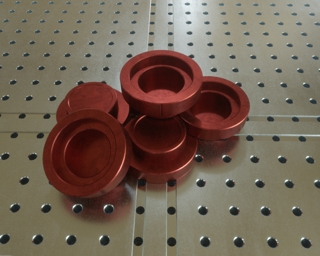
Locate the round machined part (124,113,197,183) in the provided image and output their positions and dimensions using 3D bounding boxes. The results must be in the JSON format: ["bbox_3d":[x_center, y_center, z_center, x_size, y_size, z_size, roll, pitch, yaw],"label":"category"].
[{"bbox_3d":[-0.003,0.015,0.383,0.099,0.042,0.098,0,50,0],"label":"round machined part"}]

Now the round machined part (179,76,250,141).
[{"bbox_3d":[0.066,-0.022,0.415,0.099,0.042,0.098,0,50,0],"label":"round machined part"}]

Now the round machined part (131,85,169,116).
[{"bbox_3d":[-0.003,-0.060,0.447,0.099,0.042,0.098,0,50,0],"label":"round machined part"}]

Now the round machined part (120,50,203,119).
[{"bbox_3d":[0.002,-0.050,0.383,0.099,0.042,0.098,0,50,0],"label":"round machined part"}]

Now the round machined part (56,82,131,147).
[{"bbox_3d":[-0.090,-0.024,0.417,0.099,0.042,0.098,0,50,0],"label":"round machined part"}]

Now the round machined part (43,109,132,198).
[{"bbox_3d":[-0.078,0.030,0.354,0.098,0.042,0.098,-4,72,13],"label":"round machined part"}]
